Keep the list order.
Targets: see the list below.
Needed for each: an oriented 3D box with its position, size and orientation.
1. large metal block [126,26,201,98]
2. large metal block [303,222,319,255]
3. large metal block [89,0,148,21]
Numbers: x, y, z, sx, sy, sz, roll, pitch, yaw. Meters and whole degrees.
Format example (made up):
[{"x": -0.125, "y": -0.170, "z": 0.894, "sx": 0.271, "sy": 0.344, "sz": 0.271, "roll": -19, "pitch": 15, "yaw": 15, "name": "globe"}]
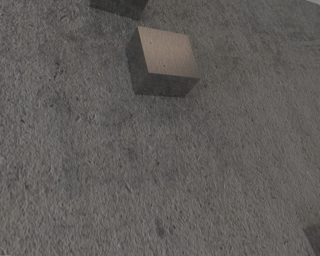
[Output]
[{"x": 0.002, "y": -0.093, "z": 0.445, "sx": 0.081, "sy": 0.050, "sz": 0.080, "roll": 1, "pitch": 61, "yaw": -28, "name": "large metal block"}, {"x": 0.262, "y": 0.164, "z": 0.428, "sx": 0.081, "sy": 0.050, "sz": 0.080, "roll": -8, "pitch": 66, "yaw": -32, "name": "large metal block"}, {"x": -0.065, "y": -0.227, "z": 0.491, "sx": 0.081, "sy": 0.050, "sz": 0.080, "roll": 8, "pitch": 58, "yaw": -24, "name": "large metal block"}]
